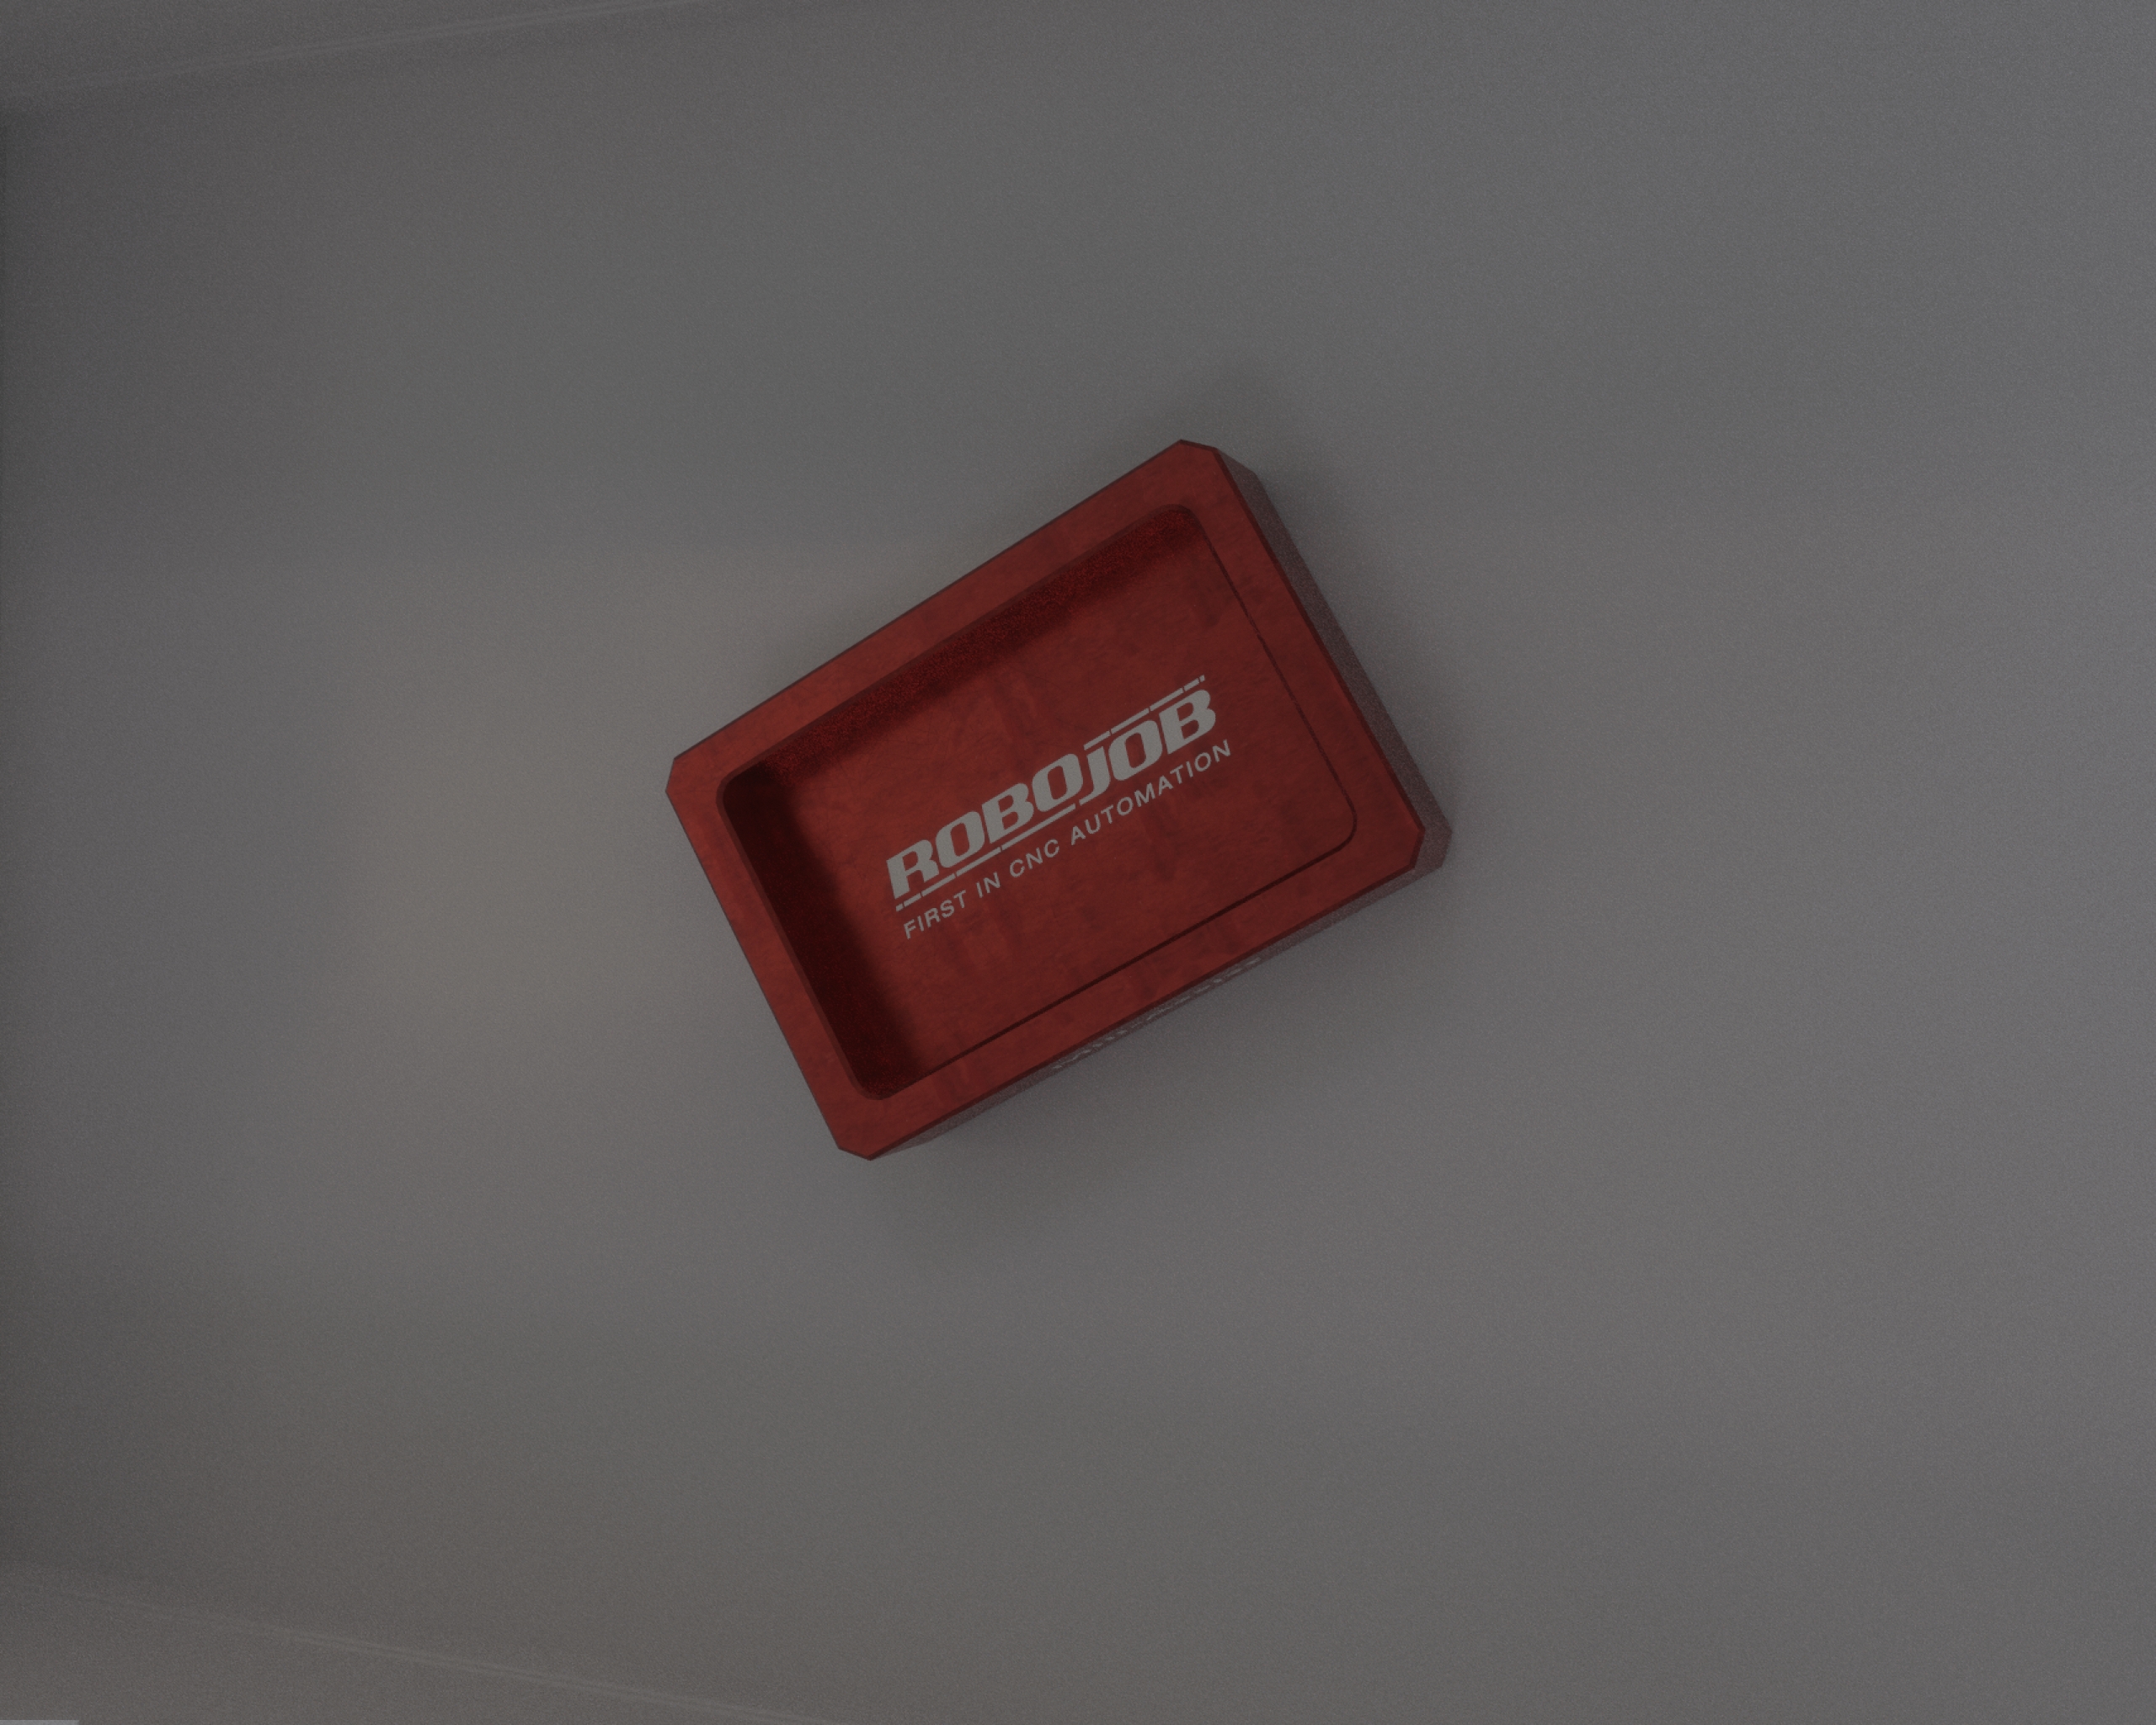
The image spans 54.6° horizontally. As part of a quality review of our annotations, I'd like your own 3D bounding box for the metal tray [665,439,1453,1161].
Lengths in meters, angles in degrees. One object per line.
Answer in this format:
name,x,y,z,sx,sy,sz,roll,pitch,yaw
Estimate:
metal tray,-0.006,-0.010,0.407,0.130,0.030,0.090,-30,81,17
